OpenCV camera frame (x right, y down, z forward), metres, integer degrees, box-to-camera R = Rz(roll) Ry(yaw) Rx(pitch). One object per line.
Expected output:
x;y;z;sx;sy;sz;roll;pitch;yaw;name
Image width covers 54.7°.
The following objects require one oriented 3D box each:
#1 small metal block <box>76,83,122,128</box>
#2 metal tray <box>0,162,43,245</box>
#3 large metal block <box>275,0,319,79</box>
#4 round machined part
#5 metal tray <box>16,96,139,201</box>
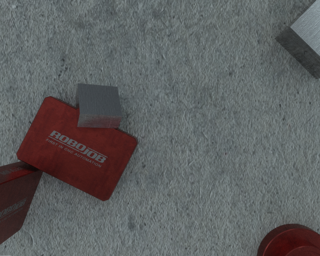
-0.078;-0.028;0.389;0.050;0.025;0.050;2;51;-22;small metal block
-0.186;0.091;0.355;0.030;0.130;0.090;21;90;0;metal tray
0.214;-0.123;0.400;0.080;0.050;0.080;44;90;-1;large metal block
0.182;0.180;0.404;0.099;0.042;0.097;0;90;-1;round machined part
-0.105;0.026;0.406;0.131;0.030;0.090;27;90;-1;metal tray
